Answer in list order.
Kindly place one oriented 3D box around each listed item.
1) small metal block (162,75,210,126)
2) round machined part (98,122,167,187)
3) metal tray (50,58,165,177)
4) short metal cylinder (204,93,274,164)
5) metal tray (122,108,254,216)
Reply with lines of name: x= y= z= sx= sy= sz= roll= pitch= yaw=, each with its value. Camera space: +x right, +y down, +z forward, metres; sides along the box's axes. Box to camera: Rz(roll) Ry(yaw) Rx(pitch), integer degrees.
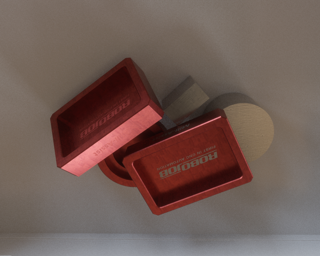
small metal block: x=0.030 y=-0.035 z=0.383 sx=0.050 sy=0.050 sz=0.025 roll=-41 pitch=105 yaw=12
round machined part: x=-0.033 y=0.026 z=0.411 sx=0.099 sy=0.042 sz=0.097 roll=0 pitch=110 yaw=-1
metal tray: x=-0.068 y=-0.014 z=0.367 sx=0.130 sy=0.090 sz=0.030 roll=-35 pitch=138 yaw=11
short metal cylinder: x=0.097 y=0.000 z=0.397 sx=0.081 sy=0.050 sz=0.079 roll=0 pitch=110 yaw=-1
metal tray: x=0.033 y=0.043 z=0.372 sx=0.130 sy=0.030 sz=0.090 roll=-24 pitch=108 yaw=12
